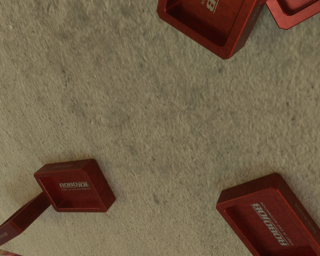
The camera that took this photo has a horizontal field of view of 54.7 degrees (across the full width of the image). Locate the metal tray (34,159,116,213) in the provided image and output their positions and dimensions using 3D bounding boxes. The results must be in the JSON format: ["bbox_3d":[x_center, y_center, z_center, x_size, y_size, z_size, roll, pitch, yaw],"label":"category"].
[{"bbox_3d":[-0.151,0.104,0.544,0.130,0.030,0.090,-10,114,32],"label":"metal tray"}]

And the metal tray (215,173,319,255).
[{"bbox_3d":[0.147,0.128,0.404,0.090,0.030,0.130,-31,102,37],"label":"metal tray"}]

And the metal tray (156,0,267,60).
[{"bbox_3d":[0.050,-0.133,0.260,0.090,0.030,0.129,38,147,15],"label":"metal tray"}]

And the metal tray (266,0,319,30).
[{"bbox_3d":[0.111,-0.159,0.246,0.090,0.030,0.130,-26,105,36],"label":"metal tray"}]

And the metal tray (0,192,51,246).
[{"bbox_3d":[-0.280,0.183,0.621,0.130,0.090,0.030,-34,100,38],"label":"metal tray"}]
